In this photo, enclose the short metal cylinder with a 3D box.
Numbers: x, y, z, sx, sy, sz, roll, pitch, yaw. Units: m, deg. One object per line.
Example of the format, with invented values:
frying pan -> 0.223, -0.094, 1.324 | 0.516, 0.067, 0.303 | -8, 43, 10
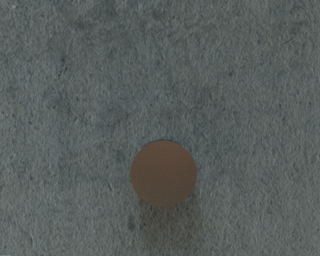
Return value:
short metal cylinder -> 0.004, 0.055, 0.398 | 0.081, 0.050, 0.079 | 0, 90, -1
